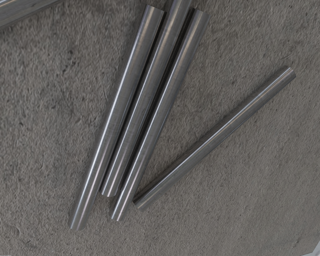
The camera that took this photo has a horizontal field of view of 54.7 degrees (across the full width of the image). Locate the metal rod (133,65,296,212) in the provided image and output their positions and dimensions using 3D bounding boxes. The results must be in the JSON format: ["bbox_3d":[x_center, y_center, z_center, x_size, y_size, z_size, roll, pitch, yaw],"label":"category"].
[{"bbox_3d":[0.080,0.016,0.459,0.300,0.025,0.025,-41,129,0],"label":"metal rod"}]

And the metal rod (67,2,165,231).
[{"bbox_3d":[-0.060,0.003,0.375,0.025,0.025,0.298,9,114,-33],"label":"metal rod"}]

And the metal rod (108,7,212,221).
[{"bbox_3d":[-0.008,-0.002,0.400,0.025,0.025,0.298,10,113,-33],"label":"metal rod"}]

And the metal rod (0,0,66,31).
[{"bbox_3d":[-0.101,-0.121,0.276,0.301,0.025,0.025,-30,129,-9],"label":"metal rod"}]

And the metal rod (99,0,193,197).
[{"bbox_3d":[-0.017,-0.044,0.369,0.025,0.025,0.298,9,114,-33],"label":"metal rod"}]
